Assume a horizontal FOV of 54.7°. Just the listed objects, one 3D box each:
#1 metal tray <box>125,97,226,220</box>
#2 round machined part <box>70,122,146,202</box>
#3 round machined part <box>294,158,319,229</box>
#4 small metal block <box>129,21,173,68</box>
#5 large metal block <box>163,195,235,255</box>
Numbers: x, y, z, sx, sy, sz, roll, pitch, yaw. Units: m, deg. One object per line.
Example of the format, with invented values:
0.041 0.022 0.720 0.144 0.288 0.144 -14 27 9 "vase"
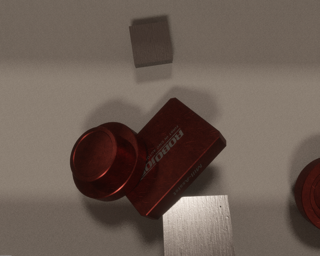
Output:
0.006 0.035 0.385 0.130 0.030 0.090 -47 53 -1 "metal tray"
-0.070 0.037 0.378 0.098 0.042 0.098 -12 62 24 "round machined part"
0.225 0.085 0.406 0.099 0.042 0.097 0 90 0 "round machined part"
-0.012 -0.110 0.411 0.050 0.025 0.050 -8 90 -1 "small metal block"
0.044 0.130 0.385 0.081 0.050 0.080 -2 65 -1 "large metal block"
